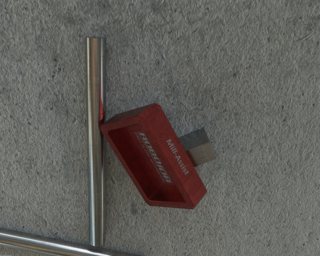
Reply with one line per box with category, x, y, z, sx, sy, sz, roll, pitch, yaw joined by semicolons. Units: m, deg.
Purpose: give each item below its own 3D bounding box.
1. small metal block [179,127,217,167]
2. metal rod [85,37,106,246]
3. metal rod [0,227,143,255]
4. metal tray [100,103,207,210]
small metal block;0.042;0.028;0.407;0.050;0.050;0.025;-22;109;7
metal rod;-0.086;0.032;0.420;0.025;0.025;0.298;3;110;-2
metal rod;-0.171;0.181;0.473;0.302;0.025;0.025;14;110;-6
metal tray;-0.009;0.039;0.383;0.090;0.030;0.130;-12;113;48
